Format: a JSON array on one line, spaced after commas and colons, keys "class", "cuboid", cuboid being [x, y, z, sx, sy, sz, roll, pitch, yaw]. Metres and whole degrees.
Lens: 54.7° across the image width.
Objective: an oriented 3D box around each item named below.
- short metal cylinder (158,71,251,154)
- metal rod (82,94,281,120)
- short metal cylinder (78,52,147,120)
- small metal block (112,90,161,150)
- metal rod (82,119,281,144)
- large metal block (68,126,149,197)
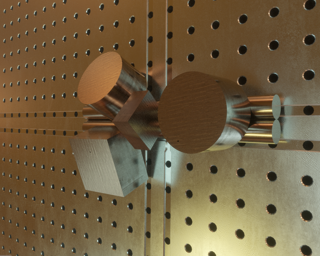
[{"class": "short metal cylinder", "cuboid": [0.045, -0.015, 0.319, 0.080, 0.050, 0.079, 0, 90, 40]}, {"class": "metal rod", "cuboid": [0.001, -0.023, 0.404, 0.300, 0.025, 0.025, 1, 91, 40]}, {"class": "short metal cylinder", "cuboid": [-0.066, -0.056, 0.424, 0.080, 0.050, 0.080, -19, 55, 30]}, {"class": "small metal block", "cuboid": [-0.022, -0.009, 0.370, 0.025, 0.050, 0.050, 1, 49, 40]}, {"class": "metal rod", "cuboid": [0.001, 0.002, 0.404, 0.300, 0.025, 0.025, 1, 91, 40]}, {"class": "large metal block", "cuboid": [-0.071, 0.043, 0.429, 0.080, 0.050, 0.080, -1, 110, 40]}]
